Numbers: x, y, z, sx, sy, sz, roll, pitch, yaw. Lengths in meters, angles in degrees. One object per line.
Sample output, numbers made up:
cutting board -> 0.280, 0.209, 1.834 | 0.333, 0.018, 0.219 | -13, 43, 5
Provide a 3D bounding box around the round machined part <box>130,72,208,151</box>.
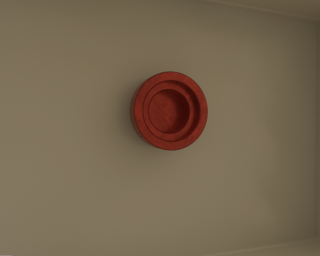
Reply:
round machined part -> 0.008, -0.021, 0.401 | 0.099, 0.042, 0.097 | 0, 90, -20
